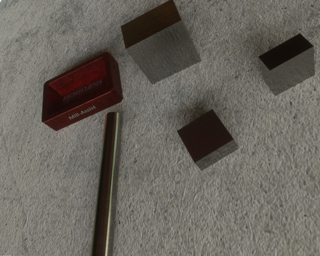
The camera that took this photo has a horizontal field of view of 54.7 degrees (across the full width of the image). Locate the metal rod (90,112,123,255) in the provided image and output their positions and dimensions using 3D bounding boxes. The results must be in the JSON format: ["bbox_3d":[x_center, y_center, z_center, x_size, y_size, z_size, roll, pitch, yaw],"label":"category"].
[{"bbox_3d":[-0.066,0.111,0.368,0.025,0.025,0.299,-13,56,20],"label":"metal rod"}]

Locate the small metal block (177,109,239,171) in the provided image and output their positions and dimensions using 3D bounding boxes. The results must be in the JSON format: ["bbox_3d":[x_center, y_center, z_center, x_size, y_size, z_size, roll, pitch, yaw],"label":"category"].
[{"bbox_3d":[0.056,0.014,0.365,0.050,0.025,0.050,-32,52,6],"label":"small metal block"}]

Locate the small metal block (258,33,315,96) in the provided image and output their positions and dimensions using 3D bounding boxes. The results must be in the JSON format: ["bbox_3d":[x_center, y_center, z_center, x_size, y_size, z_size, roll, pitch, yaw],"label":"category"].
[{"bbox_3d":[0.146,-0.071,0.355,0.050,0.050,0.025,-29,52,9],"label":"small metal block"}]

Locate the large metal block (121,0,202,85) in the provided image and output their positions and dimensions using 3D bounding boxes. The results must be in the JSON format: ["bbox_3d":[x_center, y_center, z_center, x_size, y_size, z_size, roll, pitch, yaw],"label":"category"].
[{"bbox_3d":[0.003,-0.119,0.439,0.080,0.080,0.050,-24,53,13],"label":"large metal block"}]

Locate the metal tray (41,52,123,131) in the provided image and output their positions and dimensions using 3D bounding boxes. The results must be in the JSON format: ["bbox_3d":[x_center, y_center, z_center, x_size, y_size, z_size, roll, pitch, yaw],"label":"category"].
[{"bbox_3d":[-0.128,-0.059,0.501,0.130,0.030,0.090,-22,53,14],"label":"metal tray"}]
